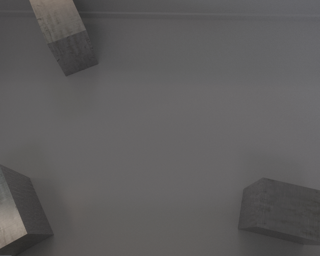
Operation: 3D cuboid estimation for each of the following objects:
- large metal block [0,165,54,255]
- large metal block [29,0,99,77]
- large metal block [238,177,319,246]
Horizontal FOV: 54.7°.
[{"bbox_3d":[-0.170,0.095,0.345,0.050,0.080,0.080,-28,73,-10],"label":"large metal block"},{"bbox_3d":[-0.130,-0.132,0.428,0.050,0.080,0.080,-24,72,-8],"label":"large metal block"},{"bbox_3d":[0.140,0.096,0.346,0.080,0.080,0.050,12,71,4],"label":"large metal block"}]
